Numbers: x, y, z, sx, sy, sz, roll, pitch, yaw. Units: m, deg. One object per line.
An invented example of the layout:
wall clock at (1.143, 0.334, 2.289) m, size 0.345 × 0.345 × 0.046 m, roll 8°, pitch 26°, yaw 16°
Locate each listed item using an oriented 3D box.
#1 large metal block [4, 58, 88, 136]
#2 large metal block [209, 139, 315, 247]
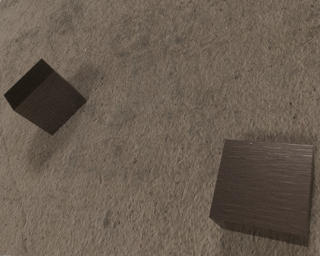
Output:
large metal block at (-0.178, -0.047, 0.489) m, size 0.080 × 0.080 × 0.050 m, roll -46°, pitch 51°, yaw -4°
large metal block at (0.101, 0.060, 0.298) m, size 0.080 × 0.050 × 0.080 m, roll 3°, pitch 63°, yaw 29°
